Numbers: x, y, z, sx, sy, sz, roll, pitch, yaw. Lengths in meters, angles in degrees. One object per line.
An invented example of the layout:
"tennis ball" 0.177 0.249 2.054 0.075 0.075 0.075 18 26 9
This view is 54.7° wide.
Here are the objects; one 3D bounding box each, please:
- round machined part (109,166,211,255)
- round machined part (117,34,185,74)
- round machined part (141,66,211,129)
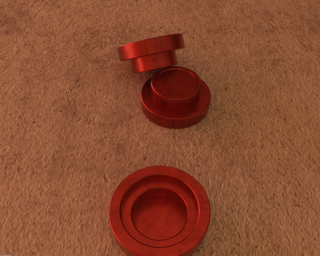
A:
"round machined part" 0.000 0.091 0.316 0.099 0.042 0.098 0 50 0
"round machined part" -0.011 -0.109 0.463 0.099 0.042 0.098 -12 12 3
"round machined part" 0.022 -0.049 0.433 0.099 0.042 0.098 0 50 0
